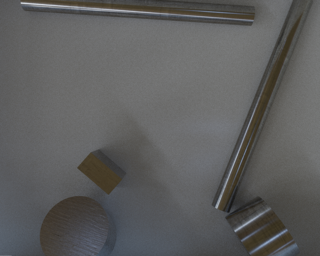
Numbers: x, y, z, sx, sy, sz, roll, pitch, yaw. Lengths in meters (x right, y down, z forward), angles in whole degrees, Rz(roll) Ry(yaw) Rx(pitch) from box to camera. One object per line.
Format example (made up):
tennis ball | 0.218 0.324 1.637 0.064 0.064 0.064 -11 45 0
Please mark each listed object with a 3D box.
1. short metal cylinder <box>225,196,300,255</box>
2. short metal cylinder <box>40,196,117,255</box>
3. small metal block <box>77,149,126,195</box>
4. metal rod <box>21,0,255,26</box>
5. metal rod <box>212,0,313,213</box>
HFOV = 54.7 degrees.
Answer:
short metal cylinder | 0.125 0.133 0.386 0.050 0.080 0.080 -33 90 0
short metal cylinder | -0.098 0.130 0.381 0.080 0.050 0.080 -2 61 3
small metal block | -0.073 0.055 0.398 0.050 0.050 0.025 41 90 -1
metal rod | -0.028 -0.158 0.410 0.302 0.025 0.025 4 90 -1
metal rod | 0.136 -0.032 0.413 0.025 0.025 0.299 22 90 -1
